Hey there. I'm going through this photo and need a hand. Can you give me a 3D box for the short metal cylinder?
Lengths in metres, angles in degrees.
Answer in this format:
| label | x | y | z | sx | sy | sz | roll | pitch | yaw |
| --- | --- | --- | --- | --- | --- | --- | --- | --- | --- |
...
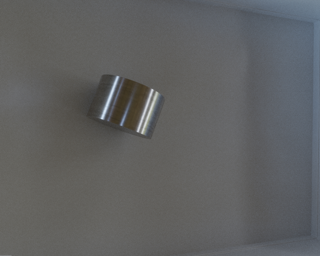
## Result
| label | x | y | z | sx | sy | sz | roll | pitch | yaw |
| --- | --- | --- | --- | --- | --- | --- | --- | --- | --- |
| short metal cylinder | -0.040 | -0.024 | 0.367 | 0.080 | 0.080 | 0.050 | 22 | 83 | -19 |
